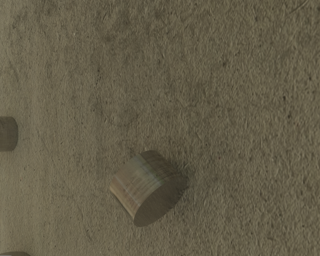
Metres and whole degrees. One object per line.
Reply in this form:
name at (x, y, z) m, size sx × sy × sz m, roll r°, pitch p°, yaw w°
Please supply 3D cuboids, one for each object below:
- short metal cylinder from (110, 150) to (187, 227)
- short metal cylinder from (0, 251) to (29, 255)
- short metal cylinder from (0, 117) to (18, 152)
short metal cylinder at (-0.014, 0.074, 0.381) m, size 0.050 × 0.081 × 0.080 m, roll 44°, pitch 116°, yaw 31°
short metal cylinder at (-0.307, 0.290, 0.623) m, size 0.080 × 0.081 × 0.050 m, roll 1°, pitch 91°, yaw 40°
short metal cylinder at (-0.357, 0.013, 0.684) m, size 0.080 × 0.050 × 0.080 m, roll 0°, pitch 90°, yaw 40°
